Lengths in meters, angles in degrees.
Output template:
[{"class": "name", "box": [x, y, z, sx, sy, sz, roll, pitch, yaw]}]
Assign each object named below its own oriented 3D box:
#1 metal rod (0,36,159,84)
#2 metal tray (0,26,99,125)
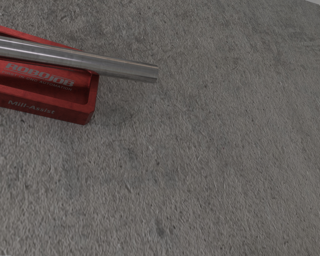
[{"class": "metal rod", "box": [-0.143, -0.082, 0.337, 0.302, 0.025, 0.025, 5, 60, -26]}, {"class": "metal tray", "box": [-0.140, -0.061, 0.362, 0.131, 0.030, 0.090, 14, 56, -21]}]
